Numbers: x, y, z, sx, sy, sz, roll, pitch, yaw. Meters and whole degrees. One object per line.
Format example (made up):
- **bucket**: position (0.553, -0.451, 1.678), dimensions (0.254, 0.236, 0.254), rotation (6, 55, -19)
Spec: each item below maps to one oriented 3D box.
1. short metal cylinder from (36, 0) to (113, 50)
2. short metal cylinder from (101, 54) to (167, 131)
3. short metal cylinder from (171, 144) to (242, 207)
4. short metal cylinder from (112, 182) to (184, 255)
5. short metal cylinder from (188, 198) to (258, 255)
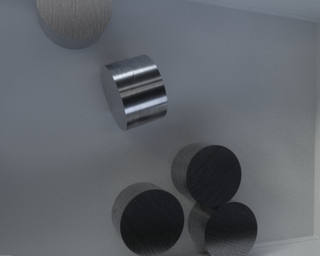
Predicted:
- **short metal cylinder**: position (-0.100, -0.137, 0.360), dimensions (0.081, 0.050, 0.080), rotation (0, 90, -20)
- **short metal cylinder**: position (-0.032, -0.042, 0.369), dimensions (0.050, 0.080, 0.080), rotation (-20, 97, -19)
- **short metal cylinder**: position (0.062, 0.061, 0.420), dimensions (0.081, 0.050, 0.080), rotation (0, 90, -20)
- **short metal cylinder**: position (-0.016, 0.113, 0.391), dimensions (0.081, 0.050, 0.080), rotation (0, 90, -20)
- **short metal cylinder**: position (0.086, 0.136, 0.429), dimensions (0.081, 0.050, 0.080), rotation (0, 90, -20)
